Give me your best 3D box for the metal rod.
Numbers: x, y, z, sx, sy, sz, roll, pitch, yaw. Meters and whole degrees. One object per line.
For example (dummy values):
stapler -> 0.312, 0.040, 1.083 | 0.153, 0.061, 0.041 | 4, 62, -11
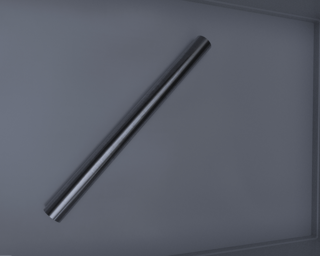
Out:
metal rod -> -0.033, -0.008, 0.399 | 0.025, 0.025, 0.300 | 44, 76, -15
